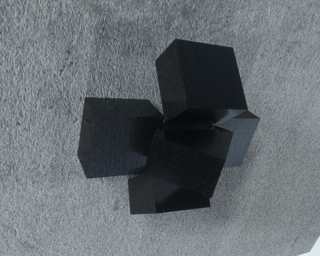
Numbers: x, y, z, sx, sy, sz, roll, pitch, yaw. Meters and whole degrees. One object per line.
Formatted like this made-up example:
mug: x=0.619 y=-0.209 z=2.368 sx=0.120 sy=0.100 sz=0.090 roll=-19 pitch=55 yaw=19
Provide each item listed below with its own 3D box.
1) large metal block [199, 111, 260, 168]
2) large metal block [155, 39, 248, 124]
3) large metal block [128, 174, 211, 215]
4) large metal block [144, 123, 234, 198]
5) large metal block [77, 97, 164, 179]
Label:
large metal block: x=0.083 y=0.010 z=0.442 sx=0.081 sy=0.050 sz=0.079 roll=0 pitch=119 yaw=-29
large metal block: x=0.047 y=-0.051 z=0.361 sx=0.081 sy=0.080 sz=0.050 roll=0 pitch=162 yaw=-28
large metal block: x=0.010 y=0.089 z=0.427 sx=0.081 sy=0.080 sz=0.050 roll=2 pitch=75 yaw=-29
large metal block: x=0.037 y=0.028 z=0.369 sx=0.080 sy=0.080 sz=0.050 roll=19 pitch=116 yaw=11
large metal block: x=-0.049 y=0.010 z=0.373 sx=0.081 sy=0.050 sz=0.079 roll=-1 pitch=119 yaw=-29
